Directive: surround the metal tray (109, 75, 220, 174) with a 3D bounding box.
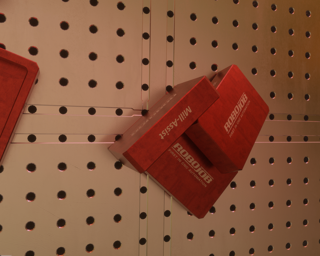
[{"bbox_3d":[0.002,-0.006,0.378,0.130,0.090,0.030,-44,104,-15],"label":"metal tray"}]

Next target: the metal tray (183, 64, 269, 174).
[{"bbox_3d":[0.093,-0.015,0.418,0.090,0.030,0.130,48,52,-14],"label":"metal tray"}]

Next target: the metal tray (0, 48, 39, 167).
[{"bbox_3d":[-0.199,-0.026,0.336,0.090,0.030,0.130,22,83,-19],"label":"metal tray"}]

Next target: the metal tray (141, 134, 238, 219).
[{"bbox_3d":[0.035,0.047,0.416,0.130,0.030,0.090,45,76,-20],"label":"metal tray"}]
